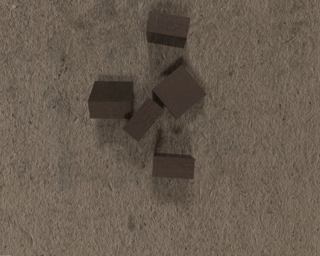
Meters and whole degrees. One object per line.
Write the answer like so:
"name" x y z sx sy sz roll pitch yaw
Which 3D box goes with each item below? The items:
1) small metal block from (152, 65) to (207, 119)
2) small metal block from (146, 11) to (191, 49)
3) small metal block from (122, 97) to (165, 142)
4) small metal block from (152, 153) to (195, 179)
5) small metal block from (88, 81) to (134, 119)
"small metal block" 0.025 -0.046 0.410 0.050 0.025 0.050 -40 91 0
"small metal block" 0.010 -0.125 0.398 0.050 0.050 0.025 10 90 -1
"small metal block" -0.020 -0.011 0.397 0.025 0.050 0.050 39 90 -1
"small metal block" 0.016 0.048 0.398 0.050 0.050 0.025 4 90 -1
"small metal block" -0.061 -0.036 0.394 0.050 0.050 0.025 1 127 -1
